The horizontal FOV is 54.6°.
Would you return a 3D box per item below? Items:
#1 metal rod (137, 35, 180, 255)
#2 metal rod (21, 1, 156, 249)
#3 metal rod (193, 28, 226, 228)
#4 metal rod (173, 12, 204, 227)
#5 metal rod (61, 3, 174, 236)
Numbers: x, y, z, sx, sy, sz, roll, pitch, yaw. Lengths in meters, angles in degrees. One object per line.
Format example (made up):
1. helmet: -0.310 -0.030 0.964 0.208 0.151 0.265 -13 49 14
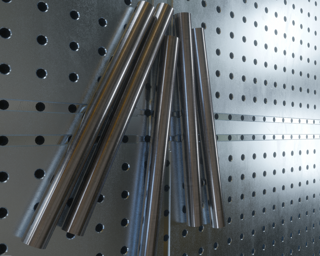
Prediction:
1. metal rod: -0.002 0.027 0.406 0.025 0.025 0.299 11 83 -40
2. metal rod: -0.071 -0.019 0.348 0.025 0.025 0.300 34 69 -35
3. metal rod: 0.071 0.004 0.467 0.025 0.025 0.298 -13 98 -39
4. metal rod: 0.041 -0.009 0.442 0.025 0.025 0.298 -7 94 -40
5. metal rod: -0.043 -0.024 0.372 0.025 0.025 0.300 32 70 -35
